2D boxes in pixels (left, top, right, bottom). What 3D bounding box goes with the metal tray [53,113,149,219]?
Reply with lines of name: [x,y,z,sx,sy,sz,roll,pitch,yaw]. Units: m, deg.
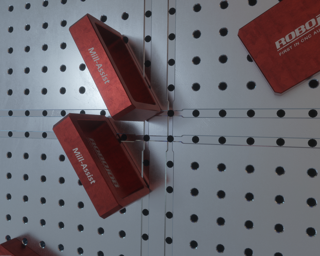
metal tray: [-0.073,0.043,0.404,0.030,0.090,0.130,-35,79,17]

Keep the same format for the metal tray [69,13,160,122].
metal tray: [-0.054,-0.072,0.397,0.030,0.090,0.130,-30,80,18]

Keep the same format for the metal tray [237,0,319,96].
metal tray: [0.168,-0.107,0.351,0.130,0.030,0.090,-32,80,17]

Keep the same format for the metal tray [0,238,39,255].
metal tray: [-0.235,0.257,0.494,0.090,0.030,0.129,26,98,18]
